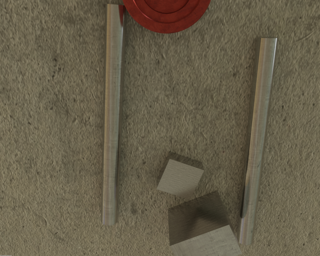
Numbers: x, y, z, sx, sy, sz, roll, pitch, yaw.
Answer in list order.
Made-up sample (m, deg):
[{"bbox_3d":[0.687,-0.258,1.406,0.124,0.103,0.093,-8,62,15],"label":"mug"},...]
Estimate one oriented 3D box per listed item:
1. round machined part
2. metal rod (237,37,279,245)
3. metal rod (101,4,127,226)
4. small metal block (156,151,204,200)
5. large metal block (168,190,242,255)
[{"bbox_3d":[0.007,-0.157,0.343,0.099,0.042,0.097,0,110,-1],"label":"round machined part"},{"bbox_3d":[0.130,0.031,0.423,0.025,0.025,0.298,0,110,0],"label":"metal rod"},{"bbox_3d":[-0.063,-0.003,0.407,0.025,0.025,0.298,4,110,-2],"label":"metal rod"},{"bbox_3d":[0.027,0.067,0.435,0.050,0.025,0.050,20,109,-8],"label":"small metal block"},{"bbox_3d":[0.059,0.142,0.434,0.080,0.080,0.050,-23,109,8],"label":"large metal block"}]
